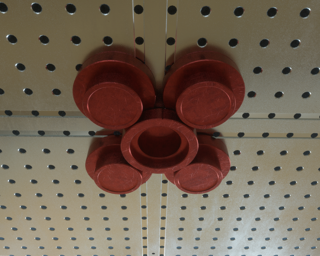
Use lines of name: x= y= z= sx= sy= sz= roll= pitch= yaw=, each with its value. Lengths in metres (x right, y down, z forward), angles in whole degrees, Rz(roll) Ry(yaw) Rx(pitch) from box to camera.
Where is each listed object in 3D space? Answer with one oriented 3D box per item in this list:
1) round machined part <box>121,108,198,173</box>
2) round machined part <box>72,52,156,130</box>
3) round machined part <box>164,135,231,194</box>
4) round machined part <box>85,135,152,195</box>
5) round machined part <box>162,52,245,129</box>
round machined part: x=-0.001 y=0.013 z=0.409 sx=0.099 sy=0.042 sz=0.097 roll=-1 pitch=130 yaw=0
round machined part: x=-0.054 y=-0.036 z=0.368 sx=0.099 sy=0.042 sz=0.097 roll=-1 pitch=130 yaw=0
round machined part: x=0.054 y=0.059 z=0.451 sx=0.099 sy=0.042 sz=0.097 roll=-1 pitch=130 yaw=0
round machined part: x=-0.059 y=0.060 z=0.451 sx=0.099 sy=0.042 sz=0.097 roll=-1 pitch=130 yaw=0
round machined part: x=0.052 y=-0.037 z=0.369 sx=0.099 sy=0.042 sz=0.097 roll=-1 pitch=130 yaw=0
